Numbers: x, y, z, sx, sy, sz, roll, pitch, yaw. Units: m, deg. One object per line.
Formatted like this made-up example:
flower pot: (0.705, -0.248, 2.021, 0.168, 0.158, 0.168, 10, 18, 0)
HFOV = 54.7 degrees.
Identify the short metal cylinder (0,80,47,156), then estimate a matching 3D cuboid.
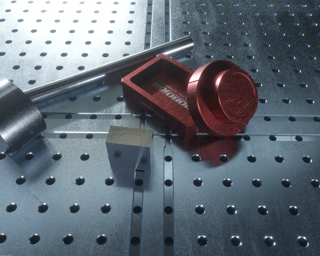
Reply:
short metal cylinder: (-0.188, -0.012, 0.380, 0.080, 0.080, 0.050, 30, 56, 22)

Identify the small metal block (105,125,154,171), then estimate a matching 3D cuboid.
small metal block: (-0.034, 0.025, 0.370, 0.050, 0.050, 0.025, 6, 51, 5)

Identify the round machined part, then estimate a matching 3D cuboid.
round machined part: (0.086, -0.039, 0.394, 0.099, 0.098, 0.042, -39, 17, -28)

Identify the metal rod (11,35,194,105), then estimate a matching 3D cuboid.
metal rod: (-0.080, -0.089, 0.481, 0.302, 0.025, 0.025, -24, 54, -19)

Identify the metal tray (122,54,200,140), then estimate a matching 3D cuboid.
metal tray: (0.020, -0.050, 0.446, 0.130, 0.030, 0.090, 36, 58, 26)
